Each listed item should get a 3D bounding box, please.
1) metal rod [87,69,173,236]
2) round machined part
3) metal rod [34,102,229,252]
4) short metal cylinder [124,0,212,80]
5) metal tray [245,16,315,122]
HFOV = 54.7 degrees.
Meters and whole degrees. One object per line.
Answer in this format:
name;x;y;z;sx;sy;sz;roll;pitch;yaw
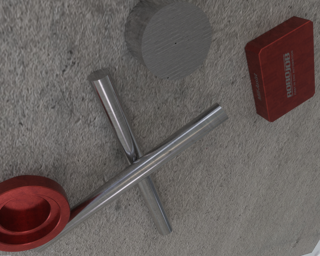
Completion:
metal rod;-0.029;0.055;0.425;0.025;0.025;0.299;-27;128;-11
round machined part;-0.161;0.095;0.367;0.099;0.042;0.097;-14;124;-21
metal rod;-0.044;0.067;0.394;0.300;0.025;0.025;-36;130;7
short metal cylinder;0.008;-0.098;0.335;0.081;0.050;0.079;-14;124;-21
metal tray;0.178;-0.082;0.451;0.090;0.030;0.130;-31;129;-8
